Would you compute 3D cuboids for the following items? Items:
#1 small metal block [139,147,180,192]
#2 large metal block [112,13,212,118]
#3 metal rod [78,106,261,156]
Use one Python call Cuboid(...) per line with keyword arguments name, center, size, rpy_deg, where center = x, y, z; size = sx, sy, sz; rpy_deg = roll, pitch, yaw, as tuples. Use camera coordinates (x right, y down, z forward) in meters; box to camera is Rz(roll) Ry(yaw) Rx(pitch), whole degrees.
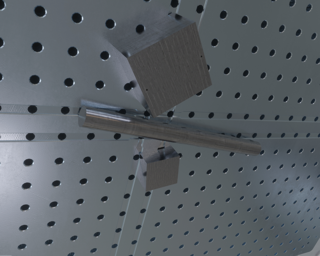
Cuboid(name="small metal block", center=(-0.001, 0.059, 0.447), size=(0.050, 0.025, 0.050), rpy_deg=(-11, 123, -23))
Cuboid(name="large metal block", center=(0.004, -0.072, 0.353), size=(0.080, 0.050, 0.080), rpy_deg=(-30, 129, -9))
Cuboid(name="metal rod", center=(0.035, 0.011, 0.436), size=(0.302, 0.025, 0.025), rpy_deg=(11, 113, -33))
